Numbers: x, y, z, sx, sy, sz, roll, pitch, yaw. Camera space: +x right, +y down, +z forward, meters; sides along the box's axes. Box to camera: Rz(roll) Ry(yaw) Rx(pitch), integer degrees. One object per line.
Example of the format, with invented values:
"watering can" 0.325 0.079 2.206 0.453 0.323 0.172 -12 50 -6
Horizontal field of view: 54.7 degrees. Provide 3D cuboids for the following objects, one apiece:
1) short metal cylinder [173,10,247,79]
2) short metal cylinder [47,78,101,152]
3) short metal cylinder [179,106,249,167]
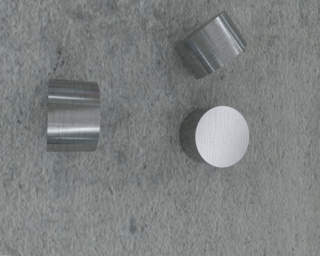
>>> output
"short metal cylinder" 0.065 -0.108 0.405 0.080 0.080 0.050 -42 104 -15
"short metal cylinder" -0.098 -0.013 0.344 0.050 0.080 0.079 1 90 -20
"short metal cylinder" 0.073 0.011 0.424 0.081 0.050 0.079 0 90 -21
